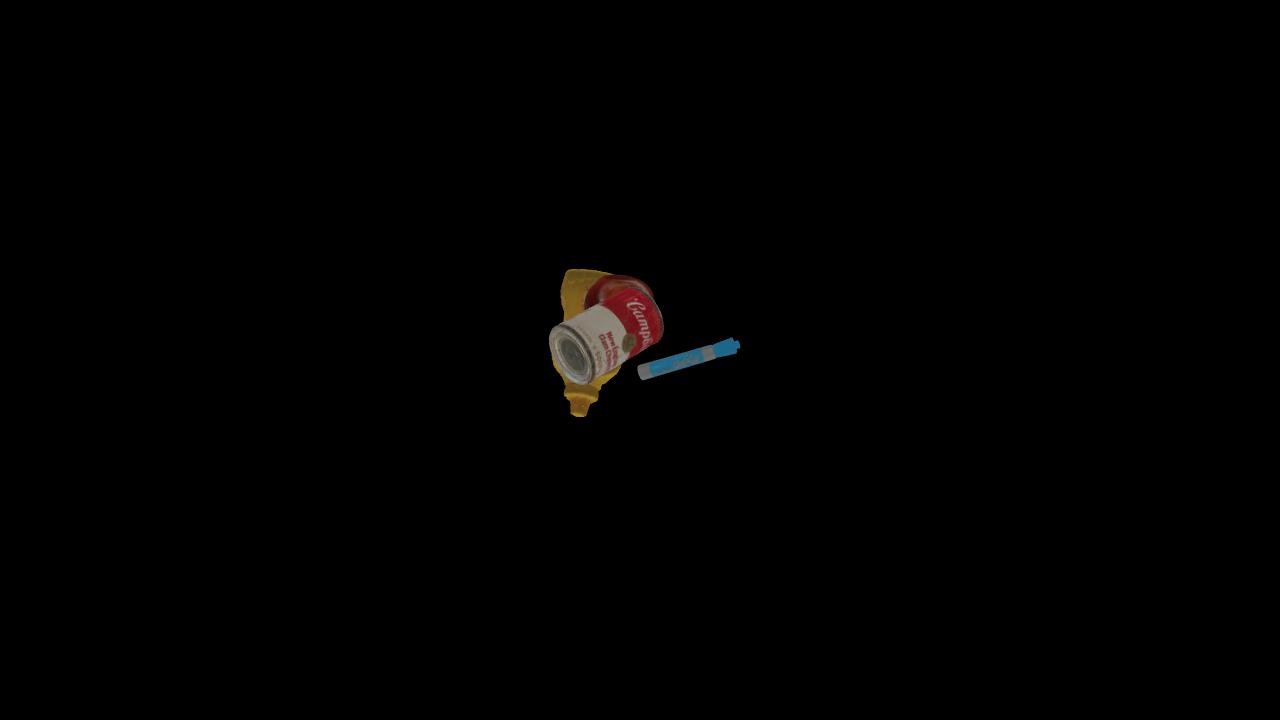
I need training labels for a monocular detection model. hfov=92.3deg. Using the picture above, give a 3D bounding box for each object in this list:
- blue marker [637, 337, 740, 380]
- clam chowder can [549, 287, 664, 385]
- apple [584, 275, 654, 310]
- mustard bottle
[{"bbox_3d":[0.055,-0.001,0.700,0.121,0.020,0.020,-17,-6,19],"label":"blue marker"},{"bbox_3d":[-0.034,-0.026,0.630,0.102,0.068,0.068,-32,19,-34],"label":"clam chowder can"},{"bbox_3d":[-0.024,-0.058,0.689,0.079,0.079,0.093,0,-8,-16],"label":"apple"},{"bbox_3d":[-0.063,-0.019,0.763,0.092,0.184,0.054,12,-19,-15],"label":"mustard bottle"}]
